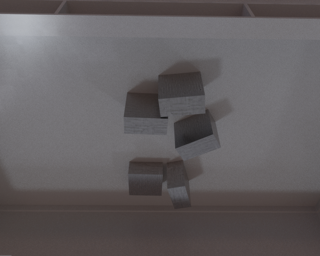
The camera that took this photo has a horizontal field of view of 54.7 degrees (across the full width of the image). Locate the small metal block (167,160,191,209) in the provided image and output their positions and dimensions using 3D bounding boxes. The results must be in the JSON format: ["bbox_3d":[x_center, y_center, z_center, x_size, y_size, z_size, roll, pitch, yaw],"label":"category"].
[{"bbox_3d":[0.028,0.085,0.465,0.025,0.050,0.050,-11,129,9],"label":"small metal block"}]

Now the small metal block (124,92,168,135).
[{"bbox_3d":[-0.017,-0.018,0.377,0.050,0.050,0.025,2,130,-2],"label":"small metal block"}]

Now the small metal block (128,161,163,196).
[{"bbox_3d":[-0.022,0.078,0.475,0.050,0.025,0.050,1,130,-2],"label":"small metal block"}]

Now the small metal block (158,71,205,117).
[{"bbox_3d":[0.024,-0.040,0.359,0.050,0.050,0.025,-5,130,4],"label":"small metal block"}]

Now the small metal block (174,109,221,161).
[{"bbox_3d":[0.047,0.009,0.400,0.050,0.050,0.025,-22,127,18],"label":"small metal block"}]
